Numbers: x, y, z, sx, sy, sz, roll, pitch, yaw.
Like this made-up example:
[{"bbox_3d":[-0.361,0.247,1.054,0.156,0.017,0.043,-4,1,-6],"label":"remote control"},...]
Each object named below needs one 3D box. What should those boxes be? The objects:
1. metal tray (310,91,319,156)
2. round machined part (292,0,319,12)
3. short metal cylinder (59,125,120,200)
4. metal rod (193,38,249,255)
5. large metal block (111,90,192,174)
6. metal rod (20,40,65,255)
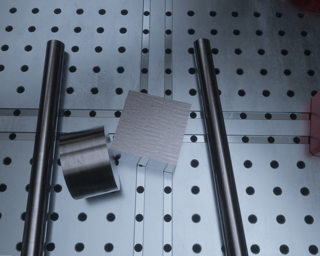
[{"bbox_3d":[0.273,0.001,0.412,0.131,0.030,0.090,10,70,3],"label":"metal tray"},{"bbox_3d":[0.255,-0.238,0.493,0.099,0.042,0.098,0,70,-1],"label":"round machined part"},{"bbox_3d":[-0.081,0.040,0.367,0.050,0.080,0.080,-13,71,-5],"label":"short metal cylinder"},{"bbox_3d":[0.076,0.015,0.407,0.025,0.025,0.299,-5,70,-2],"label":"metal rod"},{"bbox_3d":[-0.010,0.006,0.396,0.080,0.050,0.080,14,70,4],"label":"large metal block"},{"bbox_3d":[-0.149,0.018,0.403,0.025,0.025,0.299,-1,70,-1],"label":"metal rod"}]
